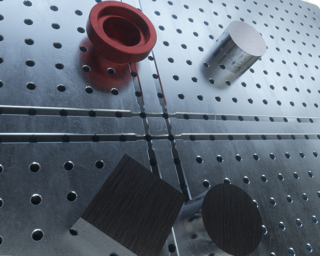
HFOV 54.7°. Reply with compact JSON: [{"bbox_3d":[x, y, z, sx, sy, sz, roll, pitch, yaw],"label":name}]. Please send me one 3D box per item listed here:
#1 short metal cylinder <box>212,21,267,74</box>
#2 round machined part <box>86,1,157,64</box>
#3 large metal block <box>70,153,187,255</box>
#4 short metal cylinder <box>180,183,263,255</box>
[{"bbox_3d":[0.142,-0.145,0.557,0.081,0.050,0.080,14,56,-21],"label":"short metal cylinder"},{"bbox_3d":[-0.058,-0.132,0.447,0.099,0.042,0.098,14,56,-21],"label":"round machined part"},{"bbox_3d":[-0.031,0.088,0.322,0.080,0.050,0.080,36,51,-4],"label":"large metal block"},{"bbox_3d":[0.071,0.111,0.362,0.081,0.050,0.080,14,56,-21],"label":"short metal cylinder"}]
